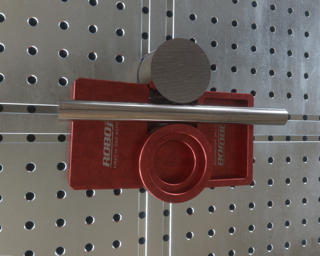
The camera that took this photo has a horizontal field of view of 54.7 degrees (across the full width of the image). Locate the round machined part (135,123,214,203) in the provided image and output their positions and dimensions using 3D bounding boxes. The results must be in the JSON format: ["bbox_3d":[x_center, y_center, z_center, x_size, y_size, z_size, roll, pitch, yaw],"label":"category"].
[{"bbox_3d":[0.015,0.043,0.396,0.099,0.042,0.097,0,90,-20],"label":"round machined part"}]

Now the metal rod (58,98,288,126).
[{"bbox_3d":[0.032,-0.018,0.388,0.303,0.025,0.025,1,90,-20],"label":"metal rod"}]

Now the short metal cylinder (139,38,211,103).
[{"bbox_3d":[0.018,-0.070,0.402,0.081,0.050,0.079,0,90,-20],"label":"short metal cylinder"}]

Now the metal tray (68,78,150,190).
[{"bbox_3d":[-0.063,0.008,0.382,0.091,0.030,0.129,3,89,-20],"label":"metal tray"}]

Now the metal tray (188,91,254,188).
[{"bbox_3d":[0.086,0.016,0.437,0.091,0.030,0.129,1,90,-20],"label":"metal tray"}]
